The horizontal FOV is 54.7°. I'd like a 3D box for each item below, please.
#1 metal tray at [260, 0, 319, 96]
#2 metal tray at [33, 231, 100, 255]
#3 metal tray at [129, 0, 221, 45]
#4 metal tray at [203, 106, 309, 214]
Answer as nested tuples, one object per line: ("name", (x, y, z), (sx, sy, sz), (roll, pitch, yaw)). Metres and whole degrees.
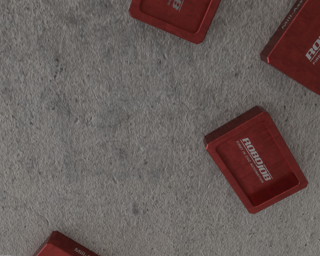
("metal tray", (0.195, -0.115, 0.366), (0.090, 0.030, 0.129), (29, 107, -10))
("metal tray", (-0.140, 0.232, 0.491), (0.130, 0.030, 0.090), (37, 106, -13))
("metal tray", (0.030, -0.171, 0.344), (0.090, 0.030, 0.129), (21, 109, -8))
("metal tray", (0.131, 0.046, 0.425), (0.090, 0.030, 0.130), (-32, 107, 11))
